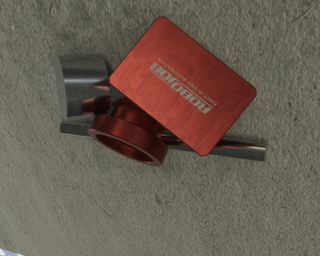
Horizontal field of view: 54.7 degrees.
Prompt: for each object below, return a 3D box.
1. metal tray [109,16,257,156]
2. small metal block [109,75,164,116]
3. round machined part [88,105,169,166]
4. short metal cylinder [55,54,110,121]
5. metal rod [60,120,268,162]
[{"bbox_3d":[0.024,-0.043,0.333,0.130,0.030,0.090,39,90,1],"label":"metal tray"},{"bbox_3d":[-0.027,-0.042,0.378,0.050,0.050,0.025,22,127,15],"label":"small metal block"},{"bbox_3d":[-0.034,0.007,0.380,0.098,0.042,0.098,22,163,7],"label":"round machined part"},{"bbox_3d":[-0.098,-0.051,0.387,0.080,0.050,0.080,172,90,-66],"label":"short metal cylinder"},{"bbox_3d":[-0.012,0.013,0.423,0.301,0.025,0.025,6,121,25],"label":"metal rod"}]
